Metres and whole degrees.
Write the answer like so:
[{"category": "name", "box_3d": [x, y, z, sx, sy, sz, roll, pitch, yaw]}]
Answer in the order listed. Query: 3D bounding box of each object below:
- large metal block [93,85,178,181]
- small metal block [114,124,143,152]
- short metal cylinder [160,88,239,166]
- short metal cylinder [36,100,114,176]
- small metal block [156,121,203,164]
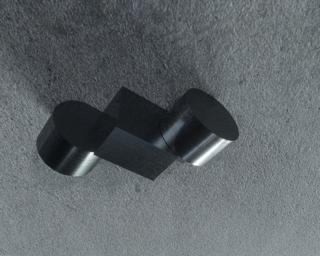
[{"category": "large metal block", "box_3d": [-0.027, 0.006, 0.378, 0.080, 0.080, 0.050, 28, 124, -22]}, {"category": "small metal block", "box_3d": [-0.052, 0.021, 0.427, 0.050, 0.025, 0.050, 28, 125, -22]}, {"category": "short metal cylinder", "box_3d": [0.047, -0.001, 0.372, 0.080, 0.080, 0.050, 28, 125, -22]}, {"category": "short metal cylinder", "box_3d": [-0.103, 0.012, 0.382, 0.080, 0.080, 0.050, 28, 125, -22]}, {"category": "small metal block", "box_3d": [0.027, 0.016, 0.423, 0.050, 0.025, 0.050, 28, 125, -22]}]
